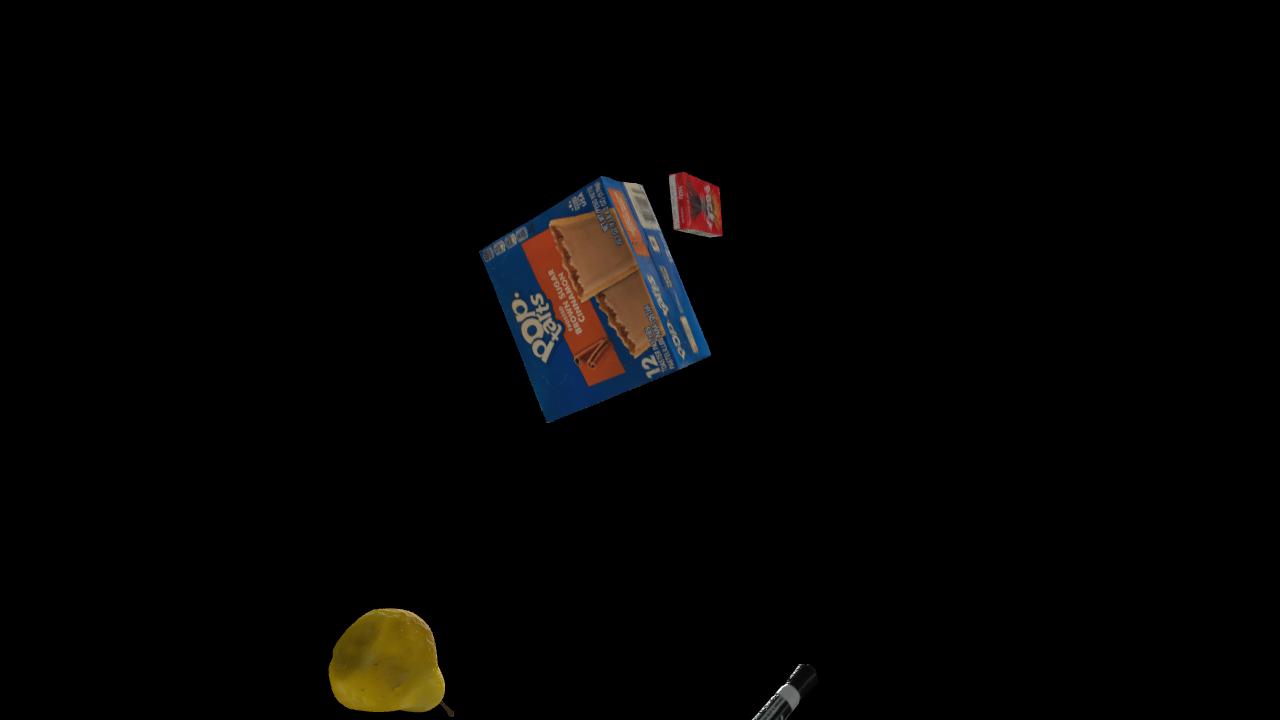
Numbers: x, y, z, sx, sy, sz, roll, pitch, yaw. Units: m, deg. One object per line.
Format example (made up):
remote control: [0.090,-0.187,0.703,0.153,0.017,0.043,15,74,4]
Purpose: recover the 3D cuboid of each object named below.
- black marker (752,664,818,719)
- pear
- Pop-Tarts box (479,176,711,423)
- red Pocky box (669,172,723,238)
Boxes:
black marker: [0.097,0.273,0.464,0.121,0.020,0.020,-26,16,-37]
pear: [-0.186,0.246,0.483,0.080,0.111,0.080,-16,37,12]
Pop-Tarts box: [-0.040,-0.050,0.542,0.141,0.167,0.083,-23,-3,27]
red Pocky box: [0.090,-0.237,0.951,0.028,0.083,0.155,-4,4,27]
